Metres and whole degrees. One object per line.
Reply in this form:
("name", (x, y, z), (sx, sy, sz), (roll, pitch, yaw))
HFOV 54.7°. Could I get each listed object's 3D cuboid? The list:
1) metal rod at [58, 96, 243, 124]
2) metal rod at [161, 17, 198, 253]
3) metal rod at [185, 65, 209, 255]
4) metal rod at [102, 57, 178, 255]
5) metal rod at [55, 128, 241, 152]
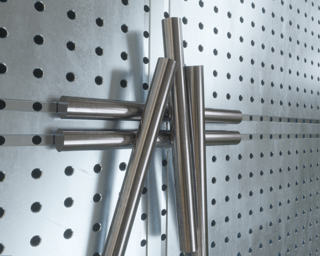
("metal rod", (0.013, -0.020, 0.423), (0.302, 0.025, 0.025), (1, 90, -40))
("metal rod", (0.026, 0.012, 0.401), (0.025, 0.025, 0.298), (-8, 95, -40))
("metal rod", (0.052, 0.065, 0.431), (0.025, 0.025, 0.298), (-14, 106, -40))
("metal rod", (-0.030, 0.063, 0.362), (0.025, 0.025, 0.299), (19, 85, -39))
("metal rod", (0.010, 0.014, 0.420), (0.302, 0.025, 0.025), (1, 90, -40))
